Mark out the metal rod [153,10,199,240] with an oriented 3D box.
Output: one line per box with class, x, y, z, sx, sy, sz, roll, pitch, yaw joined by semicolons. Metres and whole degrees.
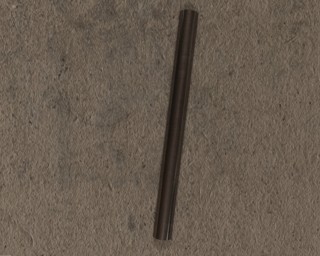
metal rod;0.021;-0.004;0.410;0.025;0.025;0.298;7;90;-1
